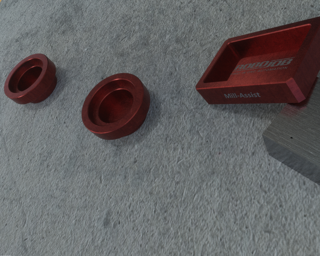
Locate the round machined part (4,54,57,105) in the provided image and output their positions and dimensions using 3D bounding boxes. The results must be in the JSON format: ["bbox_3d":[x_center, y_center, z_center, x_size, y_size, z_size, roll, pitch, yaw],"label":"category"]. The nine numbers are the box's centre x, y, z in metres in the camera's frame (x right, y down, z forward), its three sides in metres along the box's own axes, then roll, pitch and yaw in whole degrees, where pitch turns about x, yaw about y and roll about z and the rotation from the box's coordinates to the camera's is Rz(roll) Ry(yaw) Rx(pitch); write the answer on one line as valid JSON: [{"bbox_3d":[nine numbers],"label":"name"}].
[{"bbox_3d":[-0.228,-0.083,0.561,0.098,0.042,0.098,-13,56,20],"label":"round machined part"}]

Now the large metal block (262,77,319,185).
[{"bbox_3d":[0.161,0.007,0.299,0.080,0.050,0.080,-49,52,-7],"label":"large metal block"}]

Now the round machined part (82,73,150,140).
[{"bbox_3d":[-0.058,-0.026,0.438,0.098,0.042,0.098,-13,56,20],"label":"round machined part"}]

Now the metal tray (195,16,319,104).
[{"bbox_3d":[0.111,-0.071,0.350,0.130,0.030,0.090,5,56,54],"label":"metal tray"}]
